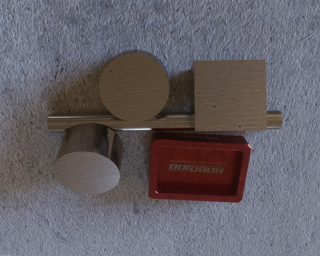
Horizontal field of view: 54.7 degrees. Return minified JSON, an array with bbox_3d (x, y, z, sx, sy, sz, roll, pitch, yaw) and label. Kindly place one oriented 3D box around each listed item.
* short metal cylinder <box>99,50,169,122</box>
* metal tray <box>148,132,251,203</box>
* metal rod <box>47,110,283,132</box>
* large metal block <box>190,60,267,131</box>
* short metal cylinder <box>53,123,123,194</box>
[{"bbox_3d":[-0.029,-0.053,0.378,0.081,0.050,0.079,0,110,0],"label":"short metal cylinder"},{"bbox_3d":[0.051,0.055,0.428,0.131,0.030,0.089,3,110,-2],"label":"metal tray"},{"bbox_3d":[0.007,-0.009,0.409,0.302,0.025,0.025,-1,110,0],"label":"metal rod"},{"bbox_3d":[0.079,-0.036,0.372,0.081,0.050,0.080,-1,89,0],"label":"large metal block"},{"bbox_3d":[-0.090,0.040,0.399,0.081,0.050,0.079,-1,131,-1],"label":"short metal cylinder"}]
